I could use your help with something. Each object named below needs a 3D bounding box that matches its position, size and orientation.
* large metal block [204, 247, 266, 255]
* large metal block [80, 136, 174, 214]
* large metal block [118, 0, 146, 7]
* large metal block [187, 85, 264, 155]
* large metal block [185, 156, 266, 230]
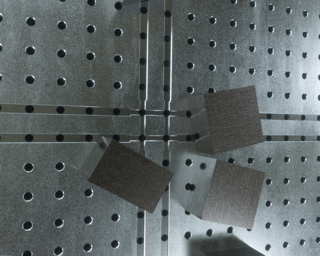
[{"bbox_3d":[0.110,0.223,0.442,0.081,0.050,0.079,1,90,-21],"label":"large metal block"},{"bbox_3d":[-0.043,0.052,0.369,0.080,0.080,0.050,32,80,-18],"label":"large metal block"},{"bbox_3d":[-0.023,-0.211,0.391,0.081,0.050,0.080,-22,98,-19],"label":"large metal block"},{"bbox_3d":[0.091,-0.012,0.434,0.081,0.050,0.079,-12,94,-20],"label":"large metal block"},{"bbox_3d":[0.091,0.089,0.435,0.081,0.050,0.080,17,84,-20],"label":"large metal block"}]
